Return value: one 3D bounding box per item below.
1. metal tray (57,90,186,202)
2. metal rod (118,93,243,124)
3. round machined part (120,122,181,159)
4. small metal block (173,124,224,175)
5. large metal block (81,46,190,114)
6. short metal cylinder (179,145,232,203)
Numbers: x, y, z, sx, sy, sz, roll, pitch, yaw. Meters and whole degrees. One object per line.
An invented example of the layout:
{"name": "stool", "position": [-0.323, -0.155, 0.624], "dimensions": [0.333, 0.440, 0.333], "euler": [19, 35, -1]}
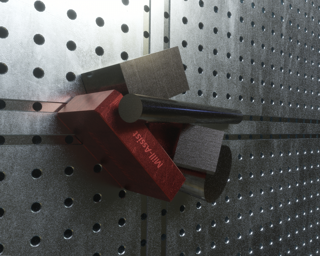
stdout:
{"name": "metal tray", "position": [-0.041, 0.021, 0.333], "dimensions": [0.030, 0.090, 0.130], "euler": [-51, 121, -28]}
{"name": "metal rod", "position": [0.051, -0.018, 0.392], "dimensions": [0.302, 0.025, 0.025], "euler": [-1, 91, -60]}
{"name": "round machined part", "position": [-0.001, 0.006, 0.403], "dimensions": [0.099, 0.042, 0.097], "euler": [0, 90, -40]}
{"name": "small metal block", "position": [0.047, 0.025, 0.378], "dimensions": [0.025, 0.050, 0.050], "euler": [74, 31, -73]}
{"name": "large metal block", "position": [-0.028, -0.052, 0.349], "dimensions": [0.081, 0.080, 0.050], "euler": [-27, 107, -37]}
{"name": "short metal cylinder", "position": [0.059, 0.057, 0.429], "dimensions": [0.081, 0.050, 0.079], "euler": [-26, 123, -48]}
